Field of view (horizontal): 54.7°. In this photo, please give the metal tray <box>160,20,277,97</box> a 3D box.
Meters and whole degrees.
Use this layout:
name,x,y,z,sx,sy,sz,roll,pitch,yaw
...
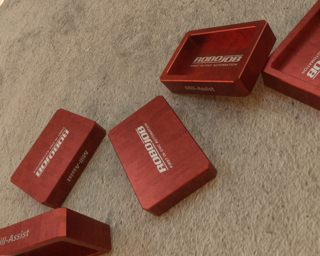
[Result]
name,x,y,z,sx,sy,sz,roll,pitch,yaw
metal tray,0.069,-0.087,0.397,0.130,0.030,0.090,11,66,48

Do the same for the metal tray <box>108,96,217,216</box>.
name,x,y,z,sx,sy,sz,roll,pitch,yaw
metal tray,-0.002,0.029,0.384,0.090,0.030,0.130,-36,51,4

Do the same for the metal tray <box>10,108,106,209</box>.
name,x,y,z,sx,sy,sz,roll,pitch,yaw
metal tray,-0.149,0.041,0.454,0.090,0.030,0.130,19,71,35

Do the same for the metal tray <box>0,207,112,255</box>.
name,x,y,z,sx,sy,sz,roll,pitch,yaw
metal tray,-0.133,0.134,0.350,0.130,0.090,0.030,-22,54,15

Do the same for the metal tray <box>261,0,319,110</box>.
name,x,y,z,sx,sy,sz,roll,pitch,yaw
metal tray,0.192,-0.089,0.354,0.130,0.030,0.090,-48,51,-6
